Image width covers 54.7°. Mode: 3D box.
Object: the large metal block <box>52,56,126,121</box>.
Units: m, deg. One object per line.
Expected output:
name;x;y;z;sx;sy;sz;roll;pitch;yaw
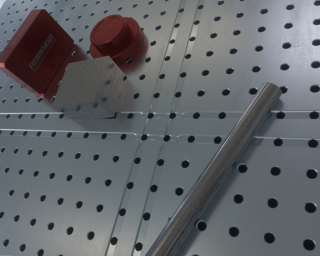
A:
large metal block;-0.109;-0.061;0.487;0.080;0.050;0.080;-3;60;26

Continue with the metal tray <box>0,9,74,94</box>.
metal tray;-0.225;-0.139;0.569;0.030;0.090;0.130;12;68;33

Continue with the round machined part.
round machined part;-0.081;-0.157;0.536;0.098;0.042;0.098;-13;56;21

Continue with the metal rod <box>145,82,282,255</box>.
metal rod;0.045;0.072;0.339;0.025;0.025;0.300;29;77;37
